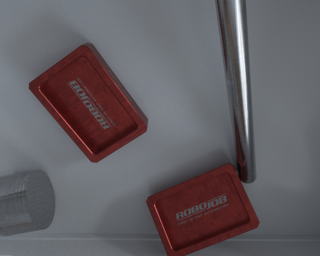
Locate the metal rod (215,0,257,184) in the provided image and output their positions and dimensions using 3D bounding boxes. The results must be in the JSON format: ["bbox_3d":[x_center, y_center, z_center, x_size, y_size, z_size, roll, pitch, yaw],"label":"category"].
[{"bbox_3d":[0.087,-0.031,0.336,0.025,0.025,0.299,-16,135,5],"label":"metal rod"}]

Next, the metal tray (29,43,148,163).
[{"bbox_3d":[-0.087,-0.030,0.396,0.090,0.030,0.130,-33,107,11],"label":"metal tray"}]

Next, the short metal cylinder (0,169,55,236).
[{"bbox_3d":[-0.183,0.100,0.416,0.050,0.080,0.079,-11,110,4],"label":"short metal cylinder"}]

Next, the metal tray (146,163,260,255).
[{"bbox_3d":[0.058,0.114,0.429,0.130,0.030,0.090,-24,78,8],"label":"metal tray"}]
